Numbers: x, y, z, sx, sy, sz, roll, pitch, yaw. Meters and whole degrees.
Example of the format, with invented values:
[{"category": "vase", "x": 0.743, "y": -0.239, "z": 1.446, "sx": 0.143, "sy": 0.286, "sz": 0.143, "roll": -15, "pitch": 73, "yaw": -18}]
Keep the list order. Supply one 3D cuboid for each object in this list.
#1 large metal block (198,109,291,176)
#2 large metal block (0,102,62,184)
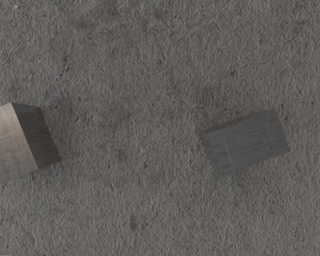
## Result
[{"category": "large metal block", "x": 0.099, "y": 0.016, "z": 0.383, "sx": 0.080, "sy": 0.080, "sz": 0.050, "roll": -20, "pitch": 90, "yaw": 0}, {"category": "large metal block", "x": -0.172, "y": 0.018, "z": 0.381, "sx": 0.050, "sy": 0.080, "sz": 0.080, "roll": -22, "pitch": 90, "yaw": 0}]
